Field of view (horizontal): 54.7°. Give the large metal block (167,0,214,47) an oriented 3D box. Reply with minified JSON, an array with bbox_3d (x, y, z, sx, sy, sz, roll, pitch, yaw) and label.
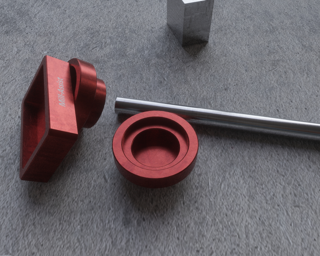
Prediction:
[{"bbox_3d":[0.049,-0.201,0.537,0.050,0.080,0.080,-15,52,-12],"label":"large metal block"}]

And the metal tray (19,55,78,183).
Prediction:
[{"bbox_3d":[-0.136,-0.013,0.370,0.030,0.090,0.130,15,40,-36],"label":"metal tray"}]

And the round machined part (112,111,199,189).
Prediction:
[{"bbox_3d":[-0.005,0.029,0.368,0.099,0.042,0.098,0,50,0],"label":"round machined part"}]

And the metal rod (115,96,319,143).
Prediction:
[{"bbox_3d":[0.089,-0.010,0.412,0.302,0.025,0.025,8,51,6],"label":"metal rod"}]

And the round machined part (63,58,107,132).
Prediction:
[{"bbox_3d":[-0.104,-0.037,0.399,0.042,0.098,0.098,16,40,-36],"label":"round machined part"}]
